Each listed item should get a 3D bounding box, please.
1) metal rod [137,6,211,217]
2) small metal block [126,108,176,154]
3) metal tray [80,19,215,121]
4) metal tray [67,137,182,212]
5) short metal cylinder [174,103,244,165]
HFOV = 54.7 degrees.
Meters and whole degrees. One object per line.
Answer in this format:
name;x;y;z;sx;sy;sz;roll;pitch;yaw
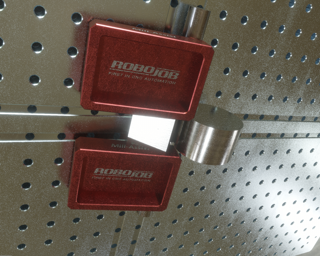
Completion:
metal rod;0.011;-0.004;0.410;0.025;0.025;0.298;0;118;-29
small metal block;-0.010;-0.001;0.386;0.050;0.025;0.050;15;114;-1
metal tray;-0.016;-0.060;0.340;0.131;0.030;0.089;6;116;-18
metal tray;-0.047;0.062;0.399;0.131;0.030;0.089;6;116;-18
short metal cylinder;0.063;0.006;0.410;0.081;0.080;0.050;0;119;-29
